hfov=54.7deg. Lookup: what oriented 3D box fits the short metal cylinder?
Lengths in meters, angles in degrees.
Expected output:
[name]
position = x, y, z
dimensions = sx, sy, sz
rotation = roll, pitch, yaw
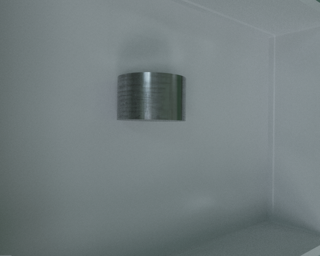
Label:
[short metal cylinder]
position = -0.010, -0.034, 0.364
dimensions = 0.081, 0.080, 0.050
rotation = 1, 89, -40
